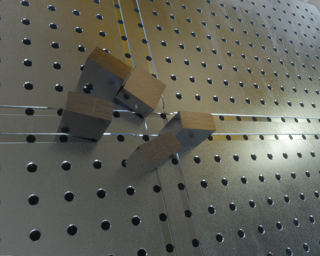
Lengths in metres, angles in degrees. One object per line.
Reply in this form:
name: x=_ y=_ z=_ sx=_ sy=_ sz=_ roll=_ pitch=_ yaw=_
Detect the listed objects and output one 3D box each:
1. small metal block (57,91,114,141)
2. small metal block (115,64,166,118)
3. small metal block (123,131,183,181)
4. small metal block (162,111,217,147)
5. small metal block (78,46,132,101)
small metal block: x=-0.086 y=-0.012 z=0.354 sx=0.050 sy=0.050 sz=0.025 roll=14 pitch=56 yaw=-21
small metal block: x=-0.025 y=-0.050 z=0.423 sx=0.050 sy=0.025 sz=0.050 roll=35 pitch=51 yaw=-15
small metal block: x=-0.009 y=0.033 z=0.369 sx=0.050 sy=0.050 sz=0.025 roll=-24 pitch=75 yaw=-37
small metal block: x=0.038 y=0.002 z=0.413 sx=0.050 sy=0.050 sz=0.025 roll=4 pitch=60 yaw=-27
small metal block: x=-0.071 y=-0.068 z=0.396 sx=0.050 sy=0.050 sz=0.025 roll=31 pitch=52 yaw=-9
